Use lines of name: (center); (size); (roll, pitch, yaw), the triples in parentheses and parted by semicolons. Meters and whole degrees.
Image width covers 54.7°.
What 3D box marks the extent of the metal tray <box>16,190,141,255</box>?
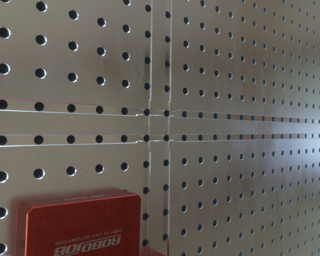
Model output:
metal tray: (-0.083, 0.120, 0.337); (0.131, 0.030, 0.089); (3, 88, -40)

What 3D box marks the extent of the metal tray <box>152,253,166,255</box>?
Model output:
metal tray: (-0.037, 0.217, 0.375); (0.131, 0.030, 0.089); (-1, 91, -40)
